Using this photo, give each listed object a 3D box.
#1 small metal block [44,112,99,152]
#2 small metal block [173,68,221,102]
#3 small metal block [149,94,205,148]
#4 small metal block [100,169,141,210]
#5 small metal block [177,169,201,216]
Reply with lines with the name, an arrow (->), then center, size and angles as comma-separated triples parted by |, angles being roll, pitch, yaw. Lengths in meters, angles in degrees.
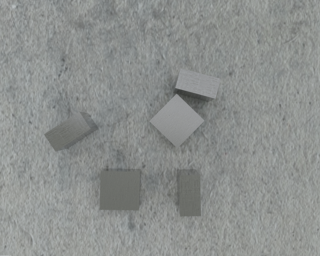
small metal block -> -0.111, 0.004, 0.396 | 0.050, 0.050, 0.025 | -33, 90, 0
small metal block -> 0.046, -0.054, 0.398 | 0.050, 0.050, 0.025 | 15, 90, -1
small metal block -> 0.022, -0.009, 0.410 | 0.050, 0.025, 0.050 | 44, 90, -1
small metal block -> -0.052, 0.080, 0.409 | 0.050, 0.025, 0.050 | 1, 90, -1
small metal block -> 0.036, 0.081, 0.398 | 0.025, 0.050, 0.050 | -1, 90, 0
